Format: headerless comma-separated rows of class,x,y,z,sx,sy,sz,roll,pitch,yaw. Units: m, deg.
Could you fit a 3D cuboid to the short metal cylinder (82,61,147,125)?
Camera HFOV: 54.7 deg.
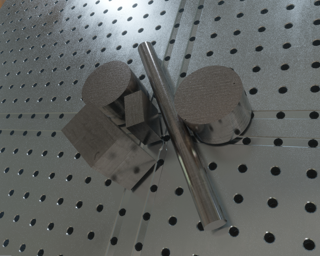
short metal cylinder,-0.066,-0.051,0.453,0.080,0.050,0.080,-13,56,21

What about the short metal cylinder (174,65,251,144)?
short metal cylinder,0.064,-0.027,0.371,0.080,0.050,0.080,-13,56,21

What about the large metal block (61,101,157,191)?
large metal block,-0.063,0.023,0.386,0.050,0.080,0.080,-48,51,-4

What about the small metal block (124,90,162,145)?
small metal block,-0.022,-0.013,0.406,0.025,0.050,0.050,-19,54,17

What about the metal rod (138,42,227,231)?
metal rod,0.016,-0.014,0.403,0.025,0.025,0.299,-28,52,11
